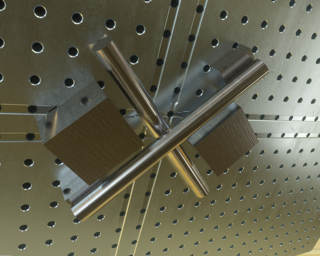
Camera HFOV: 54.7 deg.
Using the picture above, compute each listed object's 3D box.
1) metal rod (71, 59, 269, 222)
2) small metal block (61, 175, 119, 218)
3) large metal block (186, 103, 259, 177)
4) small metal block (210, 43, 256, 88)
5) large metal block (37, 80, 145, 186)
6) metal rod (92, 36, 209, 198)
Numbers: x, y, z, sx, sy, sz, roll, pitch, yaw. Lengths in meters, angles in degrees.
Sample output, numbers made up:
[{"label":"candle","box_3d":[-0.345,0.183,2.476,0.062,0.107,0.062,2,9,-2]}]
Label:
[{"label":"metal rod","box_3d":[0.014,0.014,0.395,0.301,0.025,0.025,-38,129,-2]},{"label":"small metal block","box_3d":[-0.093,0.085,0.413,0.050,0.025,0.050,-39,129,-2]},{"label":"large metal block","box_3d":[0.085,0.011,0.448,0.080,0.050,0.080,-40,129,-1]},{"label":"small metal block","box_3d":[0.103,-0.077,0.420,0.050,0.025,0.050,-38,129,-3]},{"label":"large metal block","box_3d":[-0.078,0.006,0.356,0.080,0.050,0.080,-37,129,-3]},{"label":"metal rod","box_3d":[0.005,0.008,0.417,0.025,0.025,0.300,-37,129,-4]}]
